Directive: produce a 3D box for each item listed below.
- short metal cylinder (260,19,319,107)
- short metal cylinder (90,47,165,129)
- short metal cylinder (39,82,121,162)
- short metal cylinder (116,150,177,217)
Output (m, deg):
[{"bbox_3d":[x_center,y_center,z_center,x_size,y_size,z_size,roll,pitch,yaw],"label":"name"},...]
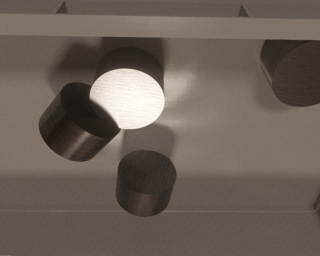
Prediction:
[{"bbox_3d":[0.156,-0.070,0.336,0.081,0.050,0.079,0,130,0],"label":"short metal cylinder"},{"bbox_3d":[-0.036,-0.045,0.354,0.081,0.050,0.079,-1,130,0],"label":"short metal cylinder"},{"bbox_3d":[-0.093,-0.007,0.365,0.080,0.080,0.050,32,123,-25],"label":"short metal cylinder"},{"bbox_3d":[-0.021,0.077,0.439,0.081,0.080,0.050,6,130,-6],"label":"short metal cylinder"}]
